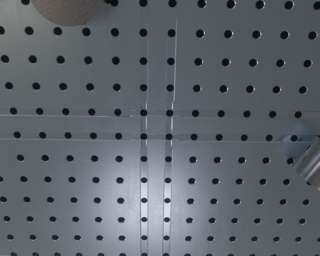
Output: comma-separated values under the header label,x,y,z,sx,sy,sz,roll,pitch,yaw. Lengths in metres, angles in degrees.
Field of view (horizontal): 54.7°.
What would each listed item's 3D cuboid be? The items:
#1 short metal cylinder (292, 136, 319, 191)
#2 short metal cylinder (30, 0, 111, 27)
label,x,y,z,sx,sy,sz,roll,pitch,yaw
short metal cylinder,0.224,0.053,0.406,0.080,0.080,0.050,29,108,-10
short metal cylinder,-0.097,-0.155,0.342,0.081,0.050,0.079,0,110,0
